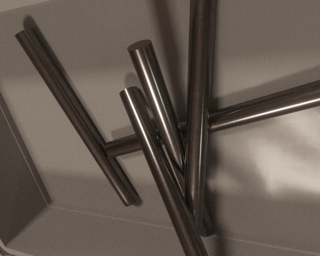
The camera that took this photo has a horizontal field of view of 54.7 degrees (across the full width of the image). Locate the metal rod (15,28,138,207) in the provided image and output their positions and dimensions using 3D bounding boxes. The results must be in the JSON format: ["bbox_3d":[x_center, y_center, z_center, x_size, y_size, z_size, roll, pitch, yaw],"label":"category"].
[{"bbox_3d":[-0.117,-0.006,0.464,0.025,0.025,0.299,-18,110,35],"label":"metal rod"}]

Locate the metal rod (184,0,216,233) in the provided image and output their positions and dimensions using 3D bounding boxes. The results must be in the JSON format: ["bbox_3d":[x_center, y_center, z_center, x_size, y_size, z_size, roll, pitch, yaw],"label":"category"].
[{"bbox_3d":[0.042,-0.008,0.350,0.025,0.025,0.298,9,113,23],"label":"metal rod"}]

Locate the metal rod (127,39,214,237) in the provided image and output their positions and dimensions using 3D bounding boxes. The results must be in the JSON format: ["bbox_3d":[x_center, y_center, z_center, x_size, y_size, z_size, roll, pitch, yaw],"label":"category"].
[{"bbox_3d":[0.024,0.035,0.387,0.025,0.025,0.299,-1,127,28],"label":"metal rod"}]

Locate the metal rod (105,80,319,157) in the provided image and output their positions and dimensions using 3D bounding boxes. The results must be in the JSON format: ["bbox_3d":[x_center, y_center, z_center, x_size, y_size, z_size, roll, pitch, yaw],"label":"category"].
[{"bbox_3d":[0.047,-0.003,0.381,0.300,0.025,0.025,-16,110,34],"label":"metal rod"}]

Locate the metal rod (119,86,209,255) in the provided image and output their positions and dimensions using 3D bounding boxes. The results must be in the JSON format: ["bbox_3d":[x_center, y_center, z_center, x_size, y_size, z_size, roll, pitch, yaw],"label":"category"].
[{"bbox_3d":[0.017,0.087,0.376,0.025,0.025,0.299,-31,78,37],"label":"metal rod"}]
